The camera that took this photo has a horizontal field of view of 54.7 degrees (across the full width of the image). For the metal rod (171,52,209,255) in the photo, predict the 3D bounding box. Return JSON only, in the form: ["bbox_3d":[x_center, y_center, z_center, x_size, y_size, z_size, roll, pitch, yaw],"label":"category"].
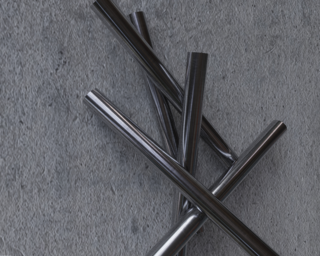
[{"bbox_3d":[0.033,0.058,0.390,0.025,0.025,0.298,1,101,-20],"label":"metal rod"}]

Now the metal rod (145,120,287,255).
[{"bbox_3d":[0.071,0.086,0.394,0.301,0.025,0.025,-40,103,-24],"label":"metal rod"}]

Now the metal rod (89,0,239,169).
[{"bbox_3d":[0.025,-0.037,0.395,0.025,0.025,0.300,-48,113,-14],"label":"metal rod"}]

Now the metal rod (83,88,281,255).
[{"bbox_3d":[0.026,0.061,0.365,0.300,0.025,0.025,42,76,5],"label":"metal rod"}]

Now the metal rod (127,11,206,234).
[{"bbox_3d":[0.009,-0.002,0.412,0.025,0.025,0.298,-18,96,-19],"label":"metal rod"}]
